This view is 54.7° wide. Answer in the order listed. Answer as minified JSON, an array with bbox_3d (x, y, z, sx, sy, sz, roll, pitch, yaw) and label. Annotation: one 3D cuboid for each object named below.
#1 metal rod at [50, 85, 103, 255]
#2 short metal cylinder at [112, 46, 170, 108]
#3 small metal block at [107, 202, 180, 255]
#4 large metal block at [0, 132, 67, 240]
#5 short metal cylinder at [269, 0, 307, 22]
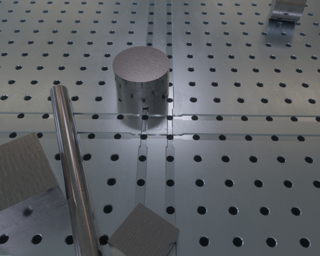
[{"bbox_3d":[-0.099,0.056,0.359,0.025,0.025,0.300,-14,52,-12],"label":"metal rod"},{"bbox_3d":[-0.026,-0.075,0.455,0.081,0.050,0.080,0,50,0],"label":"short metal cylinder"},{"bbox_3d":[-0.016,0.113,0.313,0.050,0.025,0.050,29,56,22],"label":"small metal block"},{"bbox_3d":[-0.157,0.062,0.338,0.081,0.050,0.080,-24,54,-19],"label":"large metal block"},{"bbox_3d":[0.240,-0.242,0.577,0.050,0.080,0.080,12,51,9],"label":"short metal cylinder"}]
